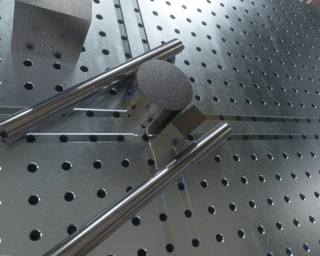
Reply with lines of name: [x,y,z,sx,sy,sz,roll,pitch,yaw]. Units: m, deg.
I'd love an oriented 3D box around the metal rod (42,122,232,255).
metal rod: [-0.005,0.066,0.366,0.302,0.025,0.025,-32,80,-38]

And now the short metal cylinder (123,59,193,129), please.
short metal cylinder: [-0.003,-0.045,0.420,0.081,0.050,0.080,14,56,-21]

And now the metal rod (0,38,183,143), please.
metal rod: [-0.067,-0.065,0.412,0.025,0.025,0.302,49,51,6]

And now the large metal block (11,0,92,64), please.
large metal block: [-0.134,-0.131,0.381,0.081,0.080,0.050,8,58,-25]

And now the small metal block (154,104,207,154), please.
small metal block: [0.027,0.002,0.407,0.025,0.050,0.050,49,51,5]
